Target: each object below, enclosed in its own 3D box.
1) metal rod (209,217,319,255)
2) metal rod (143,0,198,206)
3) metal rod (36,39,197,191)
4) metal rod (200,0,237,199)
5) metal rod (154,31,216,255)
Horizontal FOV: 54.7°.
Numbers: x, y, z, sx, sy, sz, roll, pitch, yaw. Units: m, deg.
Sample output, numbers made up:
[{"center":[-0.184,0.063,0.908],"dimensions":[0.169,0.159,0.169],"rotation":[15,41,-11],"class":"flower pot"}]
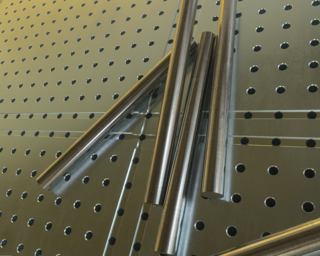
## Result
[{"center":[0.094,0.116,0.287],"dimensions":[0.301,0.025,0.025],"rotation":[-25,53,12],"class":"metal rod"},{"center":[0.018,-0.050,0.407],"dimensions":[0.025,0.025,0.299],"rotation":[0,68,28],"class":"metal rod"},{"center":[-0.060,-0.024,0.452],"dimensions":[0.300,0.025,0.025],"rotation":[-44,51,-3],"class":"metal rod"},{"center":[0.080,-0.059,0.401],"dimensions":[0.025,0.025,0.299],"rotation":[-4,60,26],"class":"metal rod"},{"center":[0.038,0.000,0.387],"dimensions":[0.025,0.025,0.300],"rotation":[0,61,27],"class":"metal rod"}]
